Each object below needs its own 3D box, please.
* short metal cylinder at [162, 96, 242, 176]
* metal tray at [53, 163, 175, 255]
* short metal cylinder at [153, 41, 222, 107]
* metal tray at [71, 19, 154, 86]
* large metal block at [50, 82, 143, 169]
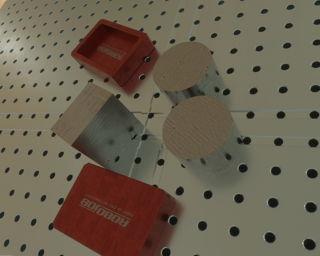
[{"bbox_3d":[0.050,0.009,0.360,0.080,0.050,0.080,-13,56,21],"label":"short metal cylinder"},{"bbox_3d":[-0.058,0.102,0.373,0.130,0.030,0.090,13,68,33],"label":"metal tray"},{"bbox_3d":[0.038,-0.068,0.414,0.080,0.050,0.080,-13,56,21],"label":"short metal cylinder"},{"bbox_3d":[-0.084,-0.133,0.530,0.130,0.030,0.090,31,78,37],"label":"metal tray"},{"bbox_3d":[-0.082,-0.001,0.417,0.050,0.080,0.080,29,78,37],"label":"large metal block"}]
